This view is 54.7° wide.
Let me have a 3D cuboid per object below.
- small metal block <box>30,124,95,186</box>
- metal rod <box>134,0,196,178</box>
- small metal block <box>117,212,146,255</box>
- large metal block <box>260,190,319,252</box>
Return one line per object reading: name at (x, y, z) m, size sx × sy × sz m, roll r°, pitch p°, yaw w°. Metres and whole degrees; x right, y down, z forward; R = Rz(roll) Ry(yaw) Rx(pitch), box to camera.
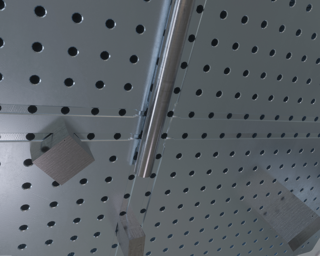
small metal block at (-0.115, 0.033, 0.368) m, size 0.050 × 0.025 × 0.050 m, roll -37°, pitch 129°, yaw -3°
metal rod at (0.009, -0.068, 0.373) m, size 0.025 × 0.025 × 0.298 m, roll -1°, pitch 119°, yaw -28°
small metal block at (-0.045, 0.167, 0.473) m, size 0.025 × 0.050 × 0.050 m, roll -8°, pitch 122°, yaw -25°
large metal block at (0.271, 0.191, 0.642) m, size 0.080 × 0.080 × 0.050 m, roll -39°, pitch 129°, yaw -2°
